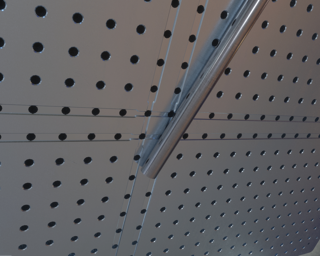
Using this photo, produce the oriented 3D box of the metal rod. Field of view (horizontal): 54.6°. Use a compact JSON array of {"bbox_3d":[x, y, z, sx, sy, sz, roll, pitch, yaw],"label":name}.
[{"bbox_3d":[0.059,-0.059,0.406,0.025,0.025,0.299,21,107,-36],"label":"metal rod"}]
